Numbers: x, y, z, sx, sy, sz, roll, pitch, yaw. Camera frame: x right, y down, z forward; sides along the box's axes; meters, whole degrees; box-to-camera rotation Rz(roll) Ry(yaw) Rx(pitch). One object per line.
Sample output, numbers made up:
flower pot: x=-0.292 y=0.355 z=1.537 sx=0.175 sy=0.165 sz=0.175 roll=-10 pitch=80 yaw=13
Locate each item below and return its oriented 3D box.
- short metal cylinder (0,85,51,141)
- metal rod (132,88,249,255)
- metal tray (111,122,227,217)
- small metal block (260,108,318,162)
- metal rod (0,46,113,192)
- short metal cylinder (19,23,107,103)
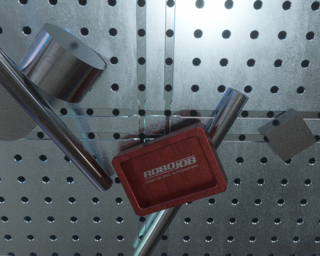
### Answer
short metal cylinder: x=-0.185 y=-0.030 z=0.386 sx=0.081 sy=0.050 sz=0.079 roll=0 pitch=110 yaw=-1
metal rod: x=0.036 y=0.080 z=0.443 sx=0.025 sy=0.025 sz=0.298 roll=26 pitch=108 yaw=-10
metal tray: x=0.013 y=0.056 z=0.412 sx=0.130 sy=0.030 sz=0.090 roll=-21 pitch=98 yaw=16
small metal block: x=0.173 y=0.009 z=0.419 sx=0.050 sy=0.025 sz=0.050 roll=-35 pitch=107 yaw=11
metal rod: x=-0.137 y=-0.021 z=0.352 sx=0.025 sy=0.025 sz=0.299 roll=-24 pitch=128 yaw=8
short metal cylinder: x=-0.110 y=-0.074 z=0.355 sx=0.080 sy=0.080 sz=0.050 roll=37 pitch=106 yaw=-13
